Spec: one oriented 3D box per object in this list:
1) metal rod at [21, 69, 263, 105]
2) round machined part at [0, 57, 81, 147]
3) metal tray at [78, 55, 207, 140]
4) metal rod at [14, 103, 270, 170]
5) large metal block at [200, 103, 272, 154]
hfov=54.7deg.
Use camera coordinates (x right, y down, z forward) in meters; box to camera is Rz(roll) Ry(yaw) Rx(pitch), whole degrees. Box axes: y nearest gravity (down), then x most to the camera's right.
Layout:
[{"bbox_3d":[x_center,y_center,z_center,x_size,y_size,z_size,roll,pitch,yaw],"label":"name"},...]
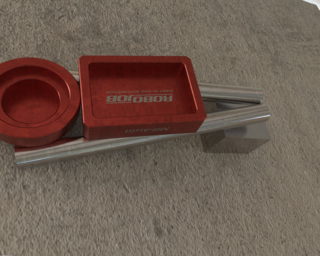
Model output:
[{"bbox_3d":[-0.013,-0.051,0.389,0.302,0.025,0.025,3,60,-12],"label":"metal rod"},{"bbox_3d":[-0.136,-0.024,0.329,0.099,0.042,0.098,7,60,-13],"label":"round machined part"},{"bbox_3d":[-0.022,-0.037,0.348,0.131,0.030,0.090,-3,63,-16],"label":"metal tray"},{"bbox_3d":[-0.003,0.005,0.361,0.303,0.025,0.025,-10,67,-19],"label":"metal rod"},{"bbox_3d":[0.103,-0.010,0.451,0.081,0.050,0.080,4,60,-27],"label":"large metal block"}]
